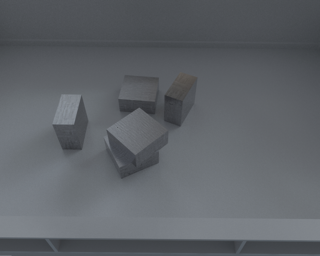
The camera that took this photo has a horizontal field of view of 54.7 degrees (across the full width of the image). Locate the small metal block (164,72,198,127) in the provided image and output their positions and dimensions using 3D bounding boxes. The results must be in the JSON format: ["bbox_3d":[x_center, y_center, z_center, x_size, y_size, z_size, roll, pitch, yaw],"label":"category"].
[{"bbox_3d":[0.028,-0.039,0.422,0.025,0.050,0.050,21,53,16],"label":"small metal block"}]

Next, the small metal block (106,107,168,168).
[{"bbox_3d":[-0.026,0.010,0.364,0.050,0.025,0.050,-37,59,-27],"label":"small metal block"}]

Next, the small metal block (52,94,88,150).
[{"bbox_3d":[-0.112,-0.007,0.394,0.025,0.050,0.050,1,50,0],"label":"small metal block"}]

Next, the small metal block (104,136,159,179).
[{"bbox_3d":[-0.035,0.027,0.382,0.050,0.025,0.050,-21,54,-18],"label":"small metal block"}]

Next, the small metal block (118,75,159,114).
[{"bbox_3d":[-0.029,-0.049,0.446,0.050,0.025,0.050,5,50,3],"label":"small metal block"}]
